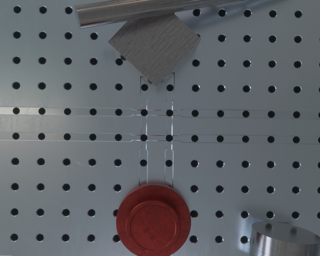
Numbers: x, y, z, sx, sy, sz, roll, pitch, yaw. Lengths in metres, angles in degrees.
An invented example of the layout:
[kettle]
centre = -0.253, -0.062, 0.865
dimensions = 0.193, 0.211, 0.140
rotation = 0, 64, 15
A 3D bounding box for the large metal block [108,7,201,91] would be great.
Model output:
[large metal block]
centre = -0.007, -0.106, 0.401
dimensions = 0.080, 0.050, 0.080
rotation = 43, 90, 0

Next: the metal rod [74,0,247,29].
[metal rod]
centre = 0.051, -0.159, 0.375
dimensions = 0.302, 0.025, 0.025
rotation = -16, 90, -16

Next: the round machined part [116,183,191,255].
[round machined part]
centre = -0.008, 0.124, 0.405
dimensions = 0.099, 0.042, 0.097
rotation = 0, 90, 0

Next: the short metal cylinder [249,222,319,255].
[short metal cylinder]
centre = 0.154, 0.154, 0.387
dimensions = 0.080, 0.080, 0.050
rotation = 6, 90, 0
